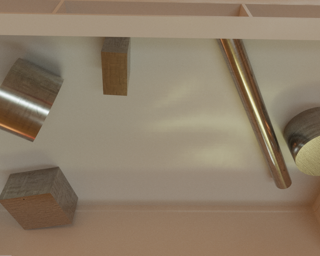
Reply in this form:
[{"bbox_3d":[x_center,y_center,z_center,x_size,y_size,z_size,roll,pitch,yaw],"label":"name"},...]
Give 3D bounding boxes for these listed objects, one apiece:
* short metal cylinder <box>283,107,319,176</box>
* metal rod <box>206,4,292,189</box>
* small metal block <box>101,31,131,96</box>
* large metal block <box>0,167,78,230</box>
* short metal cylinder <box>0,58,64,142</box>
[{"bbox_3d":[0.213,0.018,0.412,0.081,0.050,0.079,0,130,0],"label":"short metal cylinder"},{"bbox_3d":[0.126,-0.016,0.397,0.025,0.025,0.299,-21,127,17],"label":"metal rod"},{"bbox_3d":[-0.046,-0.070,0.333,0.025,0.050,0.050,3,130,-3],"label":"small metal block"},{"bbox_3d":[-0.186,0.111,0.485,0.080,0.050,0.080,-9,130,7],"label":"large metal block"},{"bbox_3d":[-0.149,-0.030,0.345,0.050,0.080,0.080,26,125,-21],"label":"short metal cylinder"}]
